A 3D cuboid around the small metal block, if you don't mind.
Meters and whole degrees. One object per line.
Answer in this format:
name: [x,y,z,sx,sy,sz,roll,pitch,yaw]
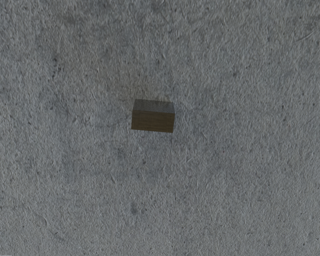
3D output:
small metal block: [-0.009,-0.016,0.391,0.050,0.050,0.025,5,110,-2]
